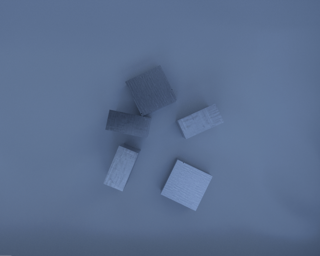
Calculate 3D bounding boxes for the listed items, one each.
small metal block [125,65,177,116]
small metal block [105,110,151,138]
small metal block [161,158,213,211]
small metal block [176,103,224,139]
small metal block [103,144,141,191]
[{"bbox_3d":[-0.011,-0.048,0.411,0.050,0.025,0.050,-26,90,0],"label":"small metal block"},{"bbox_3d":[-0.039,-0.005,0.398,0.050,0.050,0.025,12,91,0],"label":"small metal block"},{"bbox_3d":[0.034,0.074,0.412,0.050,0.025,0.050,26,90,0],"label":"small metal block"},{"bbox_3d":[0.049,-0.008,0.399,0.050,0.050,0.025,-24,90,0],"label":"small metal block"},{"bbox_3d":[-0.047,0.049,0.398,0.025,0.050,0.050,23,90,0],"label":"small metal block"}]
